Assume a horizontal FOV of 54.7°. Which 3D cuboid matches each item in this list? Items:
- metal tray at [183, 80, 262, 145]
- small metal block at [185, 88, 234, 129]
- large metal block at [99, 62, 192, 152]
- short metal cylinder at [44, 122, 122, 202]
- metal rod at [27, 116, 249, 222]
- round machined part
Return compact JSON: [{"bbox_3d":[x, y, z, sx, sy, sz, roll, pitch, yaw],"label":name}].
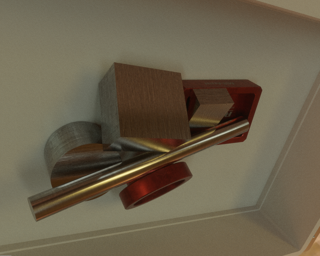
[{"bbox_3d":[0.073,-0.020,0.432,0.131,0.030,0.089,-5,121,-27],"label":"metal tray"},{"bbox_3d":[0.058,-0.025,0.397,0.050,0.025,0.050,-5,147,-26],"label":"small metal block"},{"bbox_3d":[-0.018,-0.019,0.341,0.081,0.080,0.050,3,159,-29],"label":"large metal block"},{"bbox_3d":[-0.091,0.039,0.365,0.081,0.050,0.079,-14,125,-21],"label":"short metal cylinder"},{"bbox_3d":[-0.001,0.037,0.377,0.302,0.025,0.025,-19,127,-31],"label":"metal rod"},{"bbox_3d":[-0.010,0.068,0.413,0.099,0.042,0.098,-25,164,-8],"label":"round machined part"}]
